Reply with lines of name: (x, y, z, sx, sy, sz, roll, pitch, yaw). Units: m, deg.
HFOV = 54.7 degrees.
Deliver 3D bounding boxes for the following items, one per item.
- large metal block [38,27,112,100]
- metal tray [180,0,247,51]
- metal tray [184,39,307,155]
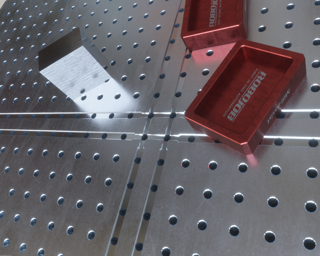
large metal block: (-0.139, -0.103, 0.509, 0.080, 0.080, 0.050, -28, 52, 11)
metal tray: (0.085, -0.184, 0.473, 0.090, 0.030, 0.130, -5, 59, 25)
metal tray: (0.103, -0.042, 0.376, 0.090, 0.030, 0.130, 29, 77, 37)
